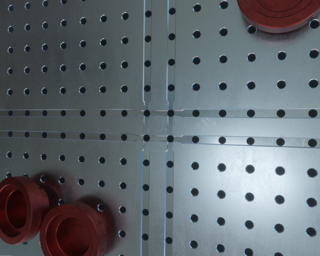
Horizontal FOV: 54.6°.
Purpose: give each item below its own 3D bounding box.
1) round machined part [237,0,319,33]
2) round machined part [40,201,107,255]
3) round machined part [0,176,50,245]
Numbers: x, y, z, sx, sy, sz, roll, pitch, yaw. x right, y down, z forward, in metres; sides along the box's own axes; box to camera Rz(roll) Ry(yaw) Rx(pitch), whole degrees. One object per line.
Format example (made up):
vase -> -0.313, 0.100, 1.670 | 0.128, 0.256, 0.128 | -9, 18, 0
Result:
round machined part -> 0.139, -0.157, 0.355 | 0.098, 0.042, 0.097 | 0, 90, 20
round machined part -> -0.119, 0.154, 0.446 | 0.098, 0.042, 0.097 | 0, 90, 20
round machined part -> -0.207, 0.122, 0.471 | 0.098, 0.042, 0.098 | -3, 85, 32
